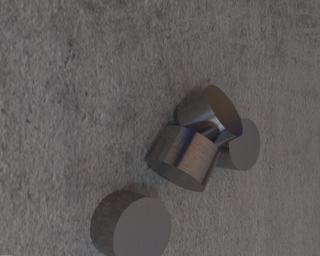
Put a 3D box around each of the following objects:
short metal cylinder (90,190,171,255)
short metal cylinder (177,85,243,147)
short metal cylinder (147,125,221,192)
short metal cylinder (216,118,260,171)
[{"bbox_3d":[-0.033,0.117,0.362,0.081,0.050,0.079,0,90,-40],"label":"short metal cylinder"},{"bbox_3d":[0.070,-0.013,0.427,0.080,0.050,0.080,34,38,-32],"label":"short metal cylinder"},{"bbox_3d":[0.030,0.040,0.396,0.080,0.080,0.050,43,65,-32],"label":"short metal cylinder"},{"bbox_3d":[0.113,0.025,0.486,0.081,0.050,0.079,0,90,-40],"label":"short metal cylinder"}]
